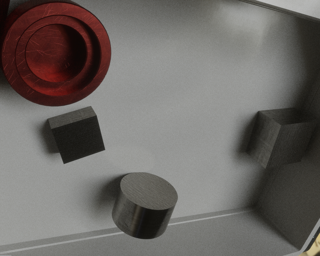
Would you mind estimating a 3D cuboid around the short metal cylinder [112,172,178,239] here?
[{"bbox_3d":[-0.021,0.105,0.428,0.081,0.080,0.050,4,117,-31],"label":"short metal cylinder"}]

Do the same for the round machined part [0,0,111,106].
[{"bbox_3d":[-0.100,-0.073,0.293,0.099,0.042,0.097,-20,130,-25],"label":"round machined part"}]

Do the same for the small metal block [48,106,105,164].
[{"bbox_3d":[-0.096,0.008,0.362,0.050,0.025,0.050,-19,126,-18],"label":"small metal block"}]

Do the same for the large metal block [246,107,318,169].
[{"bbox_3d":[0.200,0.015,0.514,0.081,0.050,0.079,-6,121,-26],"label":"large metal block"}]

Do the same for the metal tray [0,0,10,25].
[{"bbox_3d":[-0.168,-0.066,0.237,0.129,0.030,0.090,-67,170,20],"label":"metal tray"}]
